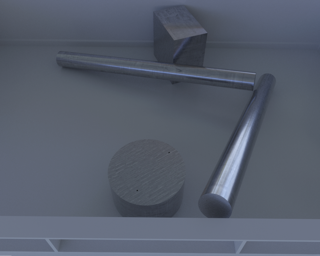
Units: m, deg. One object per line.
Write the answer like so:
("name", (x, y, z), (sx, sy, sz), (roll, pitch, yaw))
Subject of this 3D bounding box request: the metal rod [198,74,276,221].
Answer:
("metal rod", (0.101, -0.006, 0.347), (0.025, 0.025, 0.301), (21, 33, 16))

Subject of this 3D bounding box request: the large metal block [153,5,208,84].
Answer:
("large metal block", (0.028, -0.128, 0.477), (0.050, 0.080, 0.080), (-17, 52, -14))

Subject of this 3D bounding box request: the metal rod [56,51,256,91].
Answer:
("metal rod", (-0.017, -0.086, 0.453), (0.301, 0.025, 0.025), (10, 50, 17))

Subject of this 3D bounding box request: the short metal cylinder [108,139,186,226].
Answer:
("short metal cylinder", (-0.014, 0.059, 0.339), (0.081, 0.050, 0.080), (0, 50, 0))
